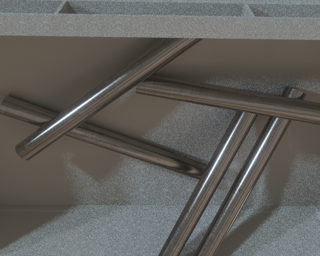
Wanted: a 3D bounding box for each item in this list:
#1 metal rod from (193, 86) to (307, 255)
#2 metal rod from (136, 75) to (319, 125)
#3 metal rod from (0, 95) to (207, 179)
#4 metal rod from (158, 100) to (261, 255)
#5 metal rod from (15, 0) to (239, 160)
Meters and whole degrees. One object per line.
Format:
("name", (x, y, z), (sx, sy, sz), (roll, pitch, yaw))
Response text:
("metal rod", (0.104, 0.086, 0.407), (0.025, 0.025, 0.298), (21, 103, -17))
("metal rod", (0.123, -0.026, 0.355), (0.302, 0.025, 0.025), (10, 130, 3))
("metal rod", (-0.058, 0.021, 0.426), (0.302, 0.025, 0.025), (20, 127, -17))
("metal rod", (0.053, 0.093, 0.410), (0.025, 0.025, 0.298), (22, 102, -18))
("metal rod", (-0.051, -0.046, 0.348), (0.300, 0.025, 0.025), (-32, 123, 17))
